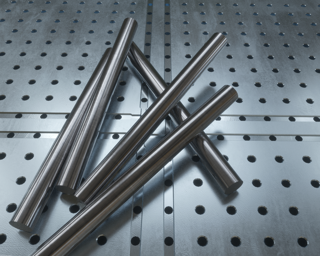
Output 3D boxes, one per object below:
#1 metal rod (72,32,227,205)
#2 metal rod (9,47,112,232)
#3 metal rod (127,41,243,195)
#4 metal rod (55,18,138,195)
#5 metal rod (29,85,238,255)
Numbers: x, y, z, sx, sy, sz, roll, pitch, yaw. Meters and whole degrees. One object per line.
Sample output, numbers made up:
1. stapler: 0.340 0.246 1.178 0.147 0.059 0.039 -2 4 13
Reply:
1. metal rod: 0.001 -0.025 0.400 0.025 0.025 0.301 29 64 22
2. metal rod: -0.111 -0.010 0.414 0.025 0.025 0.300 10 51 8
3. metal rod: 0.015 -0.035 0.436 0.025 0.025 0.300 -21 53 -17
4. metal rod: -0.077 -0.052 0.431 0.025 0.025 0.300 9 56 7
5. metal rod: -0.015 0.045 0.348 0.301 0.025 0.025 -40 61 -22
